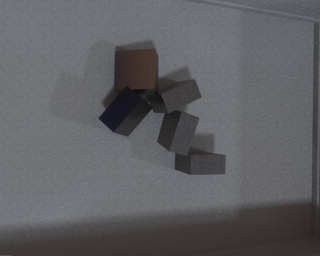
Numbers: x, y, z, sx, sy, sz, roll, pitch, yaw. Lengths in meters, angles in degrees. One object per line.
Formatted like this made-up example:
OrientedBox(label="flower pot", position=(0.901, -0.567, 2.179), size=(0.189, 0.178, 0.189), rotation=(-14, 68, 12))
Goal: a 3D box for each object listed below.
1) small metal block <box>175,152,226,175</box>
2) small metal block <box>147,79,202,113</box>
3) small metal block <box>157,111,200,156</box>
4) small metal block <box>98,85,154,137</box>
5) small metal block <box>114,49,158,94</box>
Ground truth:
OrientedBox(label="small metal block", position=(0.053, 0.047, 0.418), size=(0.050, 0.050, 0.025), rotation=(2, 90, -20))
OrientedBox(label="small metal block", position=(0.018, -0.041, 0.404), size=(0.050, 0.050, 0.025), rotation=(-27, 103, -19))
OrientedBox(label="small metal block", position=(0.022, 0.003, 0.402), size=(0.025, 0.050, 0.050), rotation=(16, 96, -20))
OrientedBox(label="small metal block", position=(-0.039, -0.019, 0.374), size=(0.025, 0.050, 0.050), rotation=(42, 93, 15))
OrientedBox(label="small metal block", position=(-0.029, -0.069, 0.386), size=(0.050, 0.025, 0.050), rotation=(-1, 82, 9))
